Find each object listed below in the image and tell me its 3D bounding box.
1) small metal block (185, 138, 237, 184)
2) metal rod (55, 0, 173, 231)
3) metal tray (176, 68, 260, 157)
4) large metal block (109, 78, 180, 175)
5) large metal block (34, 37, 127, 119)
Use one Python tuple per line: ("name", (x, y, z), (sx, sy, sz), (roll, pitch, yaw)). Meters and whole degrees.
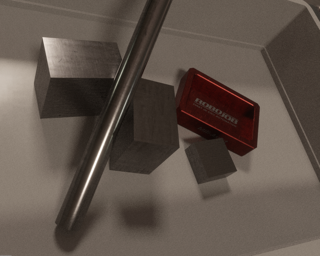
("small metal block", (0.068, 0.044, 0.418), (0.050, 0.025, 0.050), (-7, 65, -32))
("metal rod", (-0.036, -0.043, 0.319), (0.025, 0.025, 0.299), (23, 83, -15))
("metal tray", (0.086, -0.024, 0.465), (0.131, 0.030, 0.090), (27, 52, -12))
("large metal block", (-0.021, 0.000, 0.360), (0.050, 0.080, 0.080), (11, 57, -23))
("large metal block", (-0.093, -0.054, 0.354), (0.081, 0.080, 0.050), (-5, 64, -31))
